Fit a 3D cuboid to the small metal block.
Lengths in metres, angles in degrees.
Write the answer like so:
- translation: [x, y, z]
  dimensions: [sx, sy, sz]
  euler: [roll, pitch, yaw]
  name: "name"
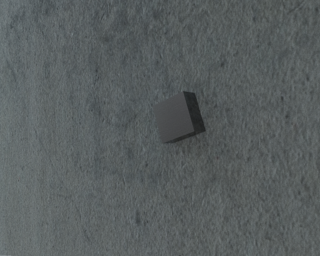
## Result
- translation: [0.023, -0.012, 0.384]
  dimensions: [0.050, 0.025, 0.050]
  euler: [-23, 76, 37]
  name: "small metal block"
